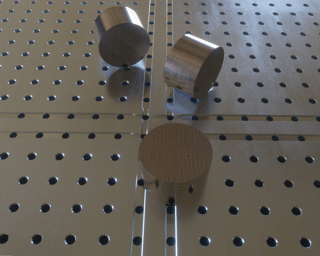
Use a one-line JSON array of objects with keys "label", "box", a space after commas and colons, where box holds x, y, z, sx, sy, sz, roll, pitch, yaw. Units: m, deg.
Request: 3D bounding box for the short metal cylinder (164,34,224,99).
[{"label": "short metal cylinder", "box": [0.049, -0.088, 0.446, 0.050, 0.080, 0.080, 30, 56, 23]}]

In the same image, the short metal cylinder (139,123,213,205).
[{"label": "short metal cylinder", "box": [0.017, 0.041, 0.357, 0.081, 0.050, 0.080, 0, 50, 0]}]

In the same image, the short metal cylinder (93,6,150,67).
[{"label": "short metal cylinder", "box": [-0.062, -0.144, 0.492, 0.081, 0.080, 0.050, -14, 52, -11]}]
